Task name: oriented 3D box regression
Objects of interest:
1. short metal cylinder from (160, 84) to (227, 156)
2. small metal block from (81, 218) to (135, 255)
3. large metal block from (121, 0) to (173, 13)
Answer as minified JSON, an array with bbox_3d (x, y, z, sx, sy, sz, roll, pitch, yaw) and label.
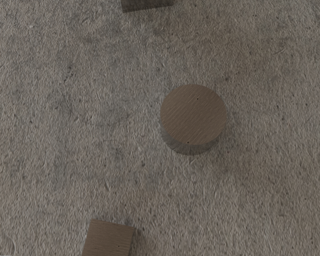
[{"bbox_3d":[0.041,-0.009,0.399,0.081,0.050,0.080,0,70,0],"label":"short metal cylinder"},{"bbox_3d":[-0.059,0.136,0.358,0.050,0.025,0.050,11,70,3],"label":"small metal block"},{"bbox_3d":[-0.027,-0.233,0.480,0.081,0.050,0.080,-10,70,-4],"label":"large metal block"}]
